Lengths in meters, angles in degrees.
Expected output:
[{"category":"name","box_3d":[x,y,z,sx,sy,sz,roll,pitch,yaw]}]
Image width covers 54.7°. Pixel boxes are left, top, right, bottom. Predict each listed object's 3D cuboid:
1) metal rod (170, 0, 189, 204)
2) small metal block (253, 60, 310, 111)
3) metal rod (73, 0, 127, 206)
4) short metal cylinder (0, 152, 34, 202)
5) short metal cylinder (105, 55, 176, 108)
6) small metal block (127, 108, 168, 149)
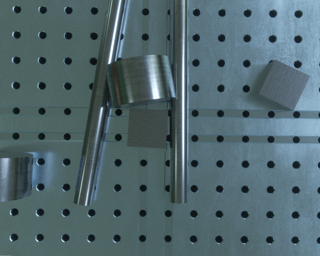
[{"category":"metal rod","box_3d":[0.026,-0.051,0.413,0.025,0.025,0.298,0,90,0]},{"category":"small metal block","box_3d":[0.162,-0.056,0.415,0.050,0.025,0.050,26,90,0]},{"category":"metal rod","box_3d":[-0.078,-0.047,0.412,0.025,0.025,0.298,10,90,0]},{"category":"short metal cylinder","box_3d":[-0.202,0.058,0.384,0.081,0.080,0.050,3,90,0]},{"category":"short metal cylinder","box_3d":[-0.024,-0.056,0.385,0.080,0.080,0.050,-9,91,0]},{"category":"small metal block","box_3d":[-0.016,0.000,0.413,0.050,0.025,0.050,4,90,0]}]
